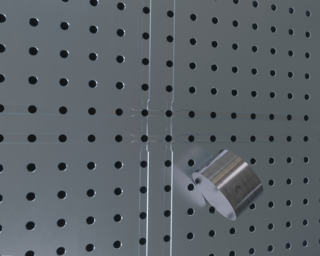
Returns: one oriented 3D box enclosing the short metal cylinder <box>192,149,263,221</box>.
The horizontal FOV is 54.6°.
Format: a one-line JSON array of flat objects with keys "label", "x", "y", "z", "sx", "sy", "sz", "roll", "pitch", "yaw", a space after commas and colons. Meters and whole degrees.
[{"label": "short metal cylinder", "x": 0.090, "y": 0.076, "z": 0.416, "sx": 0.050, "sy": 0.080, "sz": 0.080, "roll": -38, "pitch": 102, "yaw": -16}]
